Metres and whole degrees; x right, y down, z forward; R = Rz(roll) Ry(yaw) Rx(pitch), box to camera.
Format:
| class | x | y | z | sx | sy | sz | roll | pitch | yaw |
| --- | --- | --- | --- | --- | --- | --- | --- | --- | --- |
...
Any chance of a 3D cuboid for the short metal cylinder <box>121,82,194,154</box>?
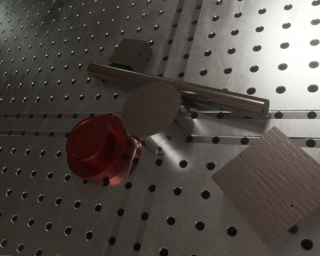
| class | x | y | z | sx | sy | sz | roll | pitch | yaw |
| --- | --- | --- | --- | --- | --- | --- | --- | --- | --- |
| short metal cylinder | -0.002 | -0.013 | 0.400 | 0.080 | 0.050 | 0.080 | -13 | 56 | 20 |

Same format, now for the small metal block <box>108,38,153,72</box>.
| class | x | y | z | sx | sy | sz | roll | pitch | yaw |
| --- | --- | --- | --- | --- | --- | --- | --- | --- | --- |
| small metal block | -0.048 | -0.116 | 0.503 | 0.050 | 0.025 | 0.050 | 18 | 71 | 34 |

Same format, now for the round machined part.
| class | x | y | z | sx | sy | sz | roll | pitch | yaw |
| --- | --- | --- | --- | --- | --- | --- | --- | --- | --- |
| round machined part | -0.090 | 0.022 | 0.429 | 0.098 | 0.042 | 0.098 | -13 | 56 | 20 |

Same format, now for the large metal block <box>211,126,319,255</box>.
| class | x | y | z | sx | sy | sz | roll | pitch | yaw |
| --- | --- | --- | --- | --- | --- | --- | --- | --- | --- |
| large metal block | 0.111 | 0.059 | 0.298 | 0.080 | 0.050 | 0.080 | -39 | 51 | 1 |

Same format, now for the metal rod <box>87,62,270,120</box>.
| class | x | y | z | sx | sy | sz | roll | pitch | yaw |
| --- | --- | --- | --- | --- | --- | --- | --- | --- | --- |
| metal rod | 0.004 | -0.060 | 0.441 | 0.300 | 0.025 | 0.025 | 18 | 71 | 34 |
